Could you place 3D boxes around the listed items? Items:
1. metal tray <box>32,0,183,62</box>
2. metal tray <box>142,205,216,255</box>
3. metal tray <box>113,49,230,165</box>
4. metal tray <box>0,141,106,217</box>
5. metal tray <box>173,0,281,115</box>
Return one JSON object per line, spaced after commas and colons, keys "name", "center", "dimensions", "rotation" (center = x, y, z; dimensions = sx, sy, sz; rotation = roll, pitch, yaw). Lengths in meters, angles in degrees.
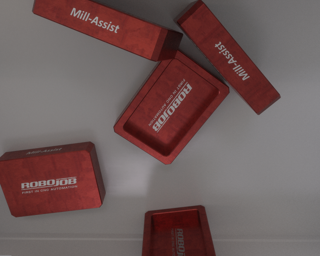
{"name": "metal tray", "center": [-0.048, -0.107, 0.319], "dimensions": [0.130, 0.090, 0.030], "rotation": [23, 108, 7]}
{"name": "metal tray", "center": [0.024, 0.157, 0.413], "dimensions": [0.091, 0.130, 0.030], "rotation": [-7, 110, 2]}
{"name": "metal tray", "center": [0.013, -0.027, 0.398], "dimensions": [0.090, 0.030, 0.129], "rotation": [34, 106, -12]}
{"name": "metal tray", "center": [-0.151, 0.073, 0.434], "dimensions": [0.131, 0.030, 0.089], "rotation": [-7, 110, 2]}
{"name": "metal tray", "center": [0.071, -0.081, 0.347], "dimensions": [0.030, 0.090, 0.130], "rotation": [-41, 105, 14]}
